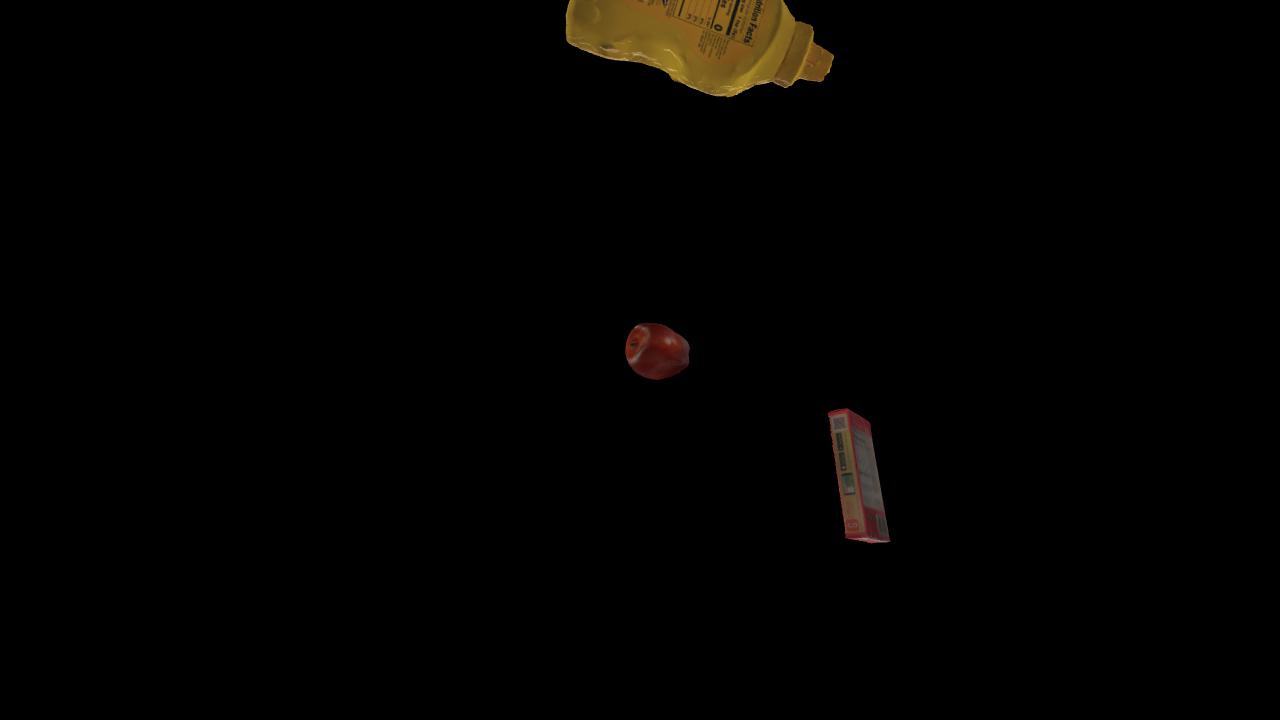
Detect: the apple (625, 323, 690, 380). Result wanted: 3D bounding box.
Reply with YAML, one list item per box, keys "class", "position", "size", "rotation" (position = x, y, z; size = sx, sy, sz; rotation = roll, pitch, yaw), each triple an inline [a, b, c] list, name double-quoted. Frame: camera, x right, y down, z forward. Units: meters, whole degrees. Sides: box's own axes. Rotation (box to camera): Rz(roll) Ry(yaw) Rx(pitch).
- class: "apple"
  position: [0.023, -0.012, 0.865]
  size: [0.093, 0.079, 0.079]
  rotation: [16, -9, -31]

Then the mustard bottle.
- class: "mustard bottle"
  position: [0.047, -0.234, 0.427]
  size: [0.184, 0.092, 0.054]
  rotation: [18, -11, -5]

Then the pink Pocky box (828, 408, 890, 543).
- class: "pink Pocky box"
  position: [0.270, 0.143, 0.757]
  size: [0.029, 0.155, 0.084]
  rotation: [-17, -26, 34]
